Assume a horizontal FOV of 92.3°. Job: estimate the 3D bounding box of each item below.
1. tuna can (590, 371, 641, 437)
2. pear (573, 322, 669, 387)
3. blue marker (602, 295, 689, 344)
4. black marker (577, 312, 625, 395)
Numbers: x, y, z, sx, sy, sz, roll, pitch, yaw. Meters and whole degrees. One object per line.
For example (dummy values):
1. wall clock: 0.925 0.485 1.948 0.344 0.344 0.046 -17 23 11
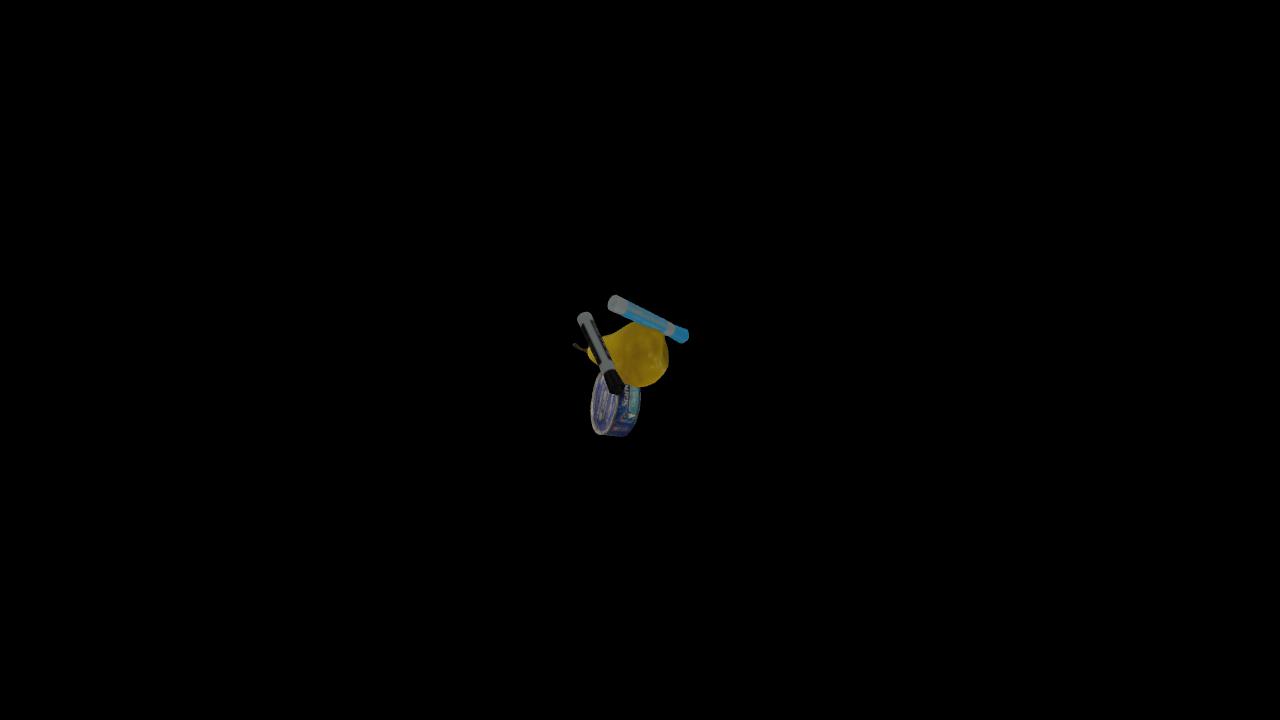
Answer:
1. tuna can: -0.030 0.052 0.754 0.034 0.084 0.084 9 -4 -24
2. pear: -0.023 -0.005 0.732 0.111 0.080 0.080 -6 -1 13
3. blue marker: 0.013 -0.045 0.708 0.121 0.020 0.020 22 -15 -39
4. black marker: -0.045 -0.008 0.703 0.020 0.121 0.020 -17 -37 -13
